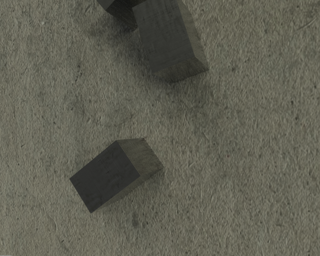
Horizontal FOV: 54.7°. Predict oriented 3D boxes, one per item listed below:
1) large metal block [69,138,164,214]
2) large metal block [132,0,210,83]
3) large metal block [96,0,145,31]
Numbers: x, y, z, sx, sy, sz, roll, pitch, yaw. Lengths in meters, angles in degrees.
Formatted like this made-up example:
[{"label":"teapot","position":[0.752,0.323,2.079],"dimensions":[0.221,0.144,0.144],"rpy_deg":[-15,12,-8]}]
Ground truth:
[{"label":"large metal block","position":[-0.052,0.057,0.398],"dimensions":[0.080,0.080,0.050],"rpy_deg":[-39,78,16]},{"label":"large metal block","position":[0.016,-0.105,0.374],"dimensions":[0.050,0.080,0.080],"rpy_deg":[-19,84,19]},{"label":"large metal block","position":[-0.037,-0.181,0.393],"dimensions":[0.080,0.080,0.050],"rpy_deg":[-42,77,15]}]
